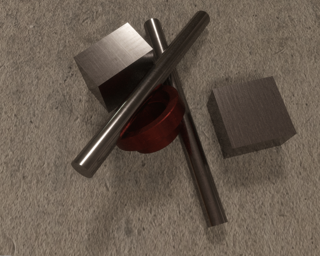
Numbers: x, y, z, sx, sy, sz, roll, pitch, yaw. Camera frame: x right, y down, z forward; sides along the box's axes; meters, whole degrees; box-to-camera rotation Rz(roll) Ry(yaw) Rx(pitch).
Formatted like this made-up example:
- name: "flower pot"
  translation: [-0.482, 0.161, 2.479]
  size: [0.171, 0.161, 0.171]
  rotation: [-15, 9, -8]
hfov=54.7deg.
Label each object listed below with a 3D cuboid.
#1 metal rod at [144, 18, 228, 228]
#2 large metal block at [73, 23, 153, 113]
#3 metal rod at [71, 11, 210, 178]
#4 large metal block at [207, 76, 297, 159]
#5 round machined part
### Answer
- name: "metal rod"
  translation: [0.028, -0.021, 0.415]
  size: [0.025, 0.025, 0.299]
  rotation: [-15, 71, -6]
- name: "large metal block"
  translation: [-0.055, -0.076, 0.406]
  size: [0.080, 0.080, 0.050]
  rotation: [-37, 75, -13]
- name: "metal rod"
  translation: [-0.007, -0.062, 0.390]
  size: [0.025, 0.025, 0.301]
  rotation: [28, 57, 9]
- name: "large metal block"
  translation: [0.114, -0.013, 0.401]
  size: [0.081, 0.050, 0.080]
  rotation: [-13, 71, -5]
- name: "round machined part"
  translation: [-0.013, -0.006, 0.383]
  size: [0.098, 0.042, 0.098]
  rotation: [-22, 33, 16]
